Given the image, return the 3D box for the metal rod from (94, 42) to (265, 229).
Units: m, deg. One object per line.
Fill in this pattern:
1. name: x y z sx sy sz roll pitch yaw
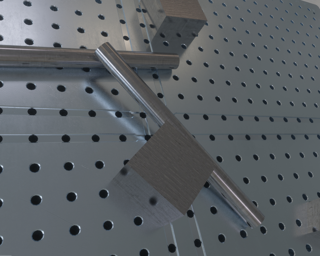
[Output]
1. metal rod: 0.025 0.010 0.399 0.300 0.025 0.025 48 51 -1

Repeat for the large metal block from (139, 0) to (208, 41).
1. large metal block: 0.021 -0.197 0.523 0.081 0.050 0.080 -6 65 -31

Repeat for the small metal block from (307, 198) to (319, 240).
1. small metal block: 0.246 0.139 0.456 0.050 0.025 0.050 28 52 -11

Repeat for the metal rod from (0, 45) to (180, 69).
1. metal rod: -0.106 -0.092 0.406 0.303 0.025 0.025 -6 65 -31

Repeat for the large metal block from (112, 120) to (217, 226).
1. large metal block: 0.006 0.052 0.363 0.080 0.050 0.080 42 51 1
